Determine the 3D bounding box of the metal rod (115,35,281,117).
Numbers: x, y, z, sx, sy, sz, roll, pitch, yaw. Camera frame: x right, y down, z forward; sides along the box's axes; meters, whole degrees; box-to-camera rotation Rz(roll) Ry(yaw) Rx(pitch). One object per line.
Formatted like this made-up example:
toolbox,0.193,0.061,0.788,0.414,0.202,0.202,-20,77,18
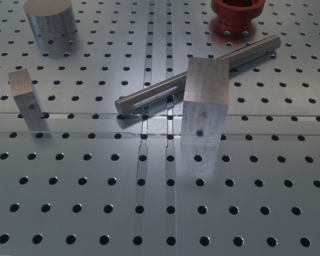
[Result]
metal rod,0.071,-0.087,0.481,0.302,0.025,0.025,-26,55,-20

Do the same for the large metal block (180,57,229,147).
large metal block,0.057,-0.033,0.400,0.050,0.080,0.080,6,50,5

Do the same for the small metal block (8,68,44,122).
small metal block,-0.185,-0.045,0.428,0.025,0.050,0.050,-19,53,-15

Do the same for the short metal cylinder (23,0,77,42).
short metal cylinder,-0.196,-0.200,0.558,0.081,0.050,0.080,0,50,0

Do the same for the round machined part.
round machined part,0.146,-0.231,0.591,0.099,0.042,0.098,0,50,0
